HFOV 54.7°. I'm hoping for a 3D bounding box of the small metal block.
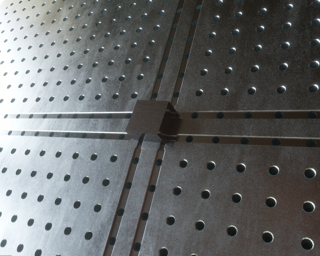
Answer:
[{"bbox_3d":[-0.012,-0.010,0.419,0.050,0.025,0.050,5,64,30],"label":"small metal block"}]
